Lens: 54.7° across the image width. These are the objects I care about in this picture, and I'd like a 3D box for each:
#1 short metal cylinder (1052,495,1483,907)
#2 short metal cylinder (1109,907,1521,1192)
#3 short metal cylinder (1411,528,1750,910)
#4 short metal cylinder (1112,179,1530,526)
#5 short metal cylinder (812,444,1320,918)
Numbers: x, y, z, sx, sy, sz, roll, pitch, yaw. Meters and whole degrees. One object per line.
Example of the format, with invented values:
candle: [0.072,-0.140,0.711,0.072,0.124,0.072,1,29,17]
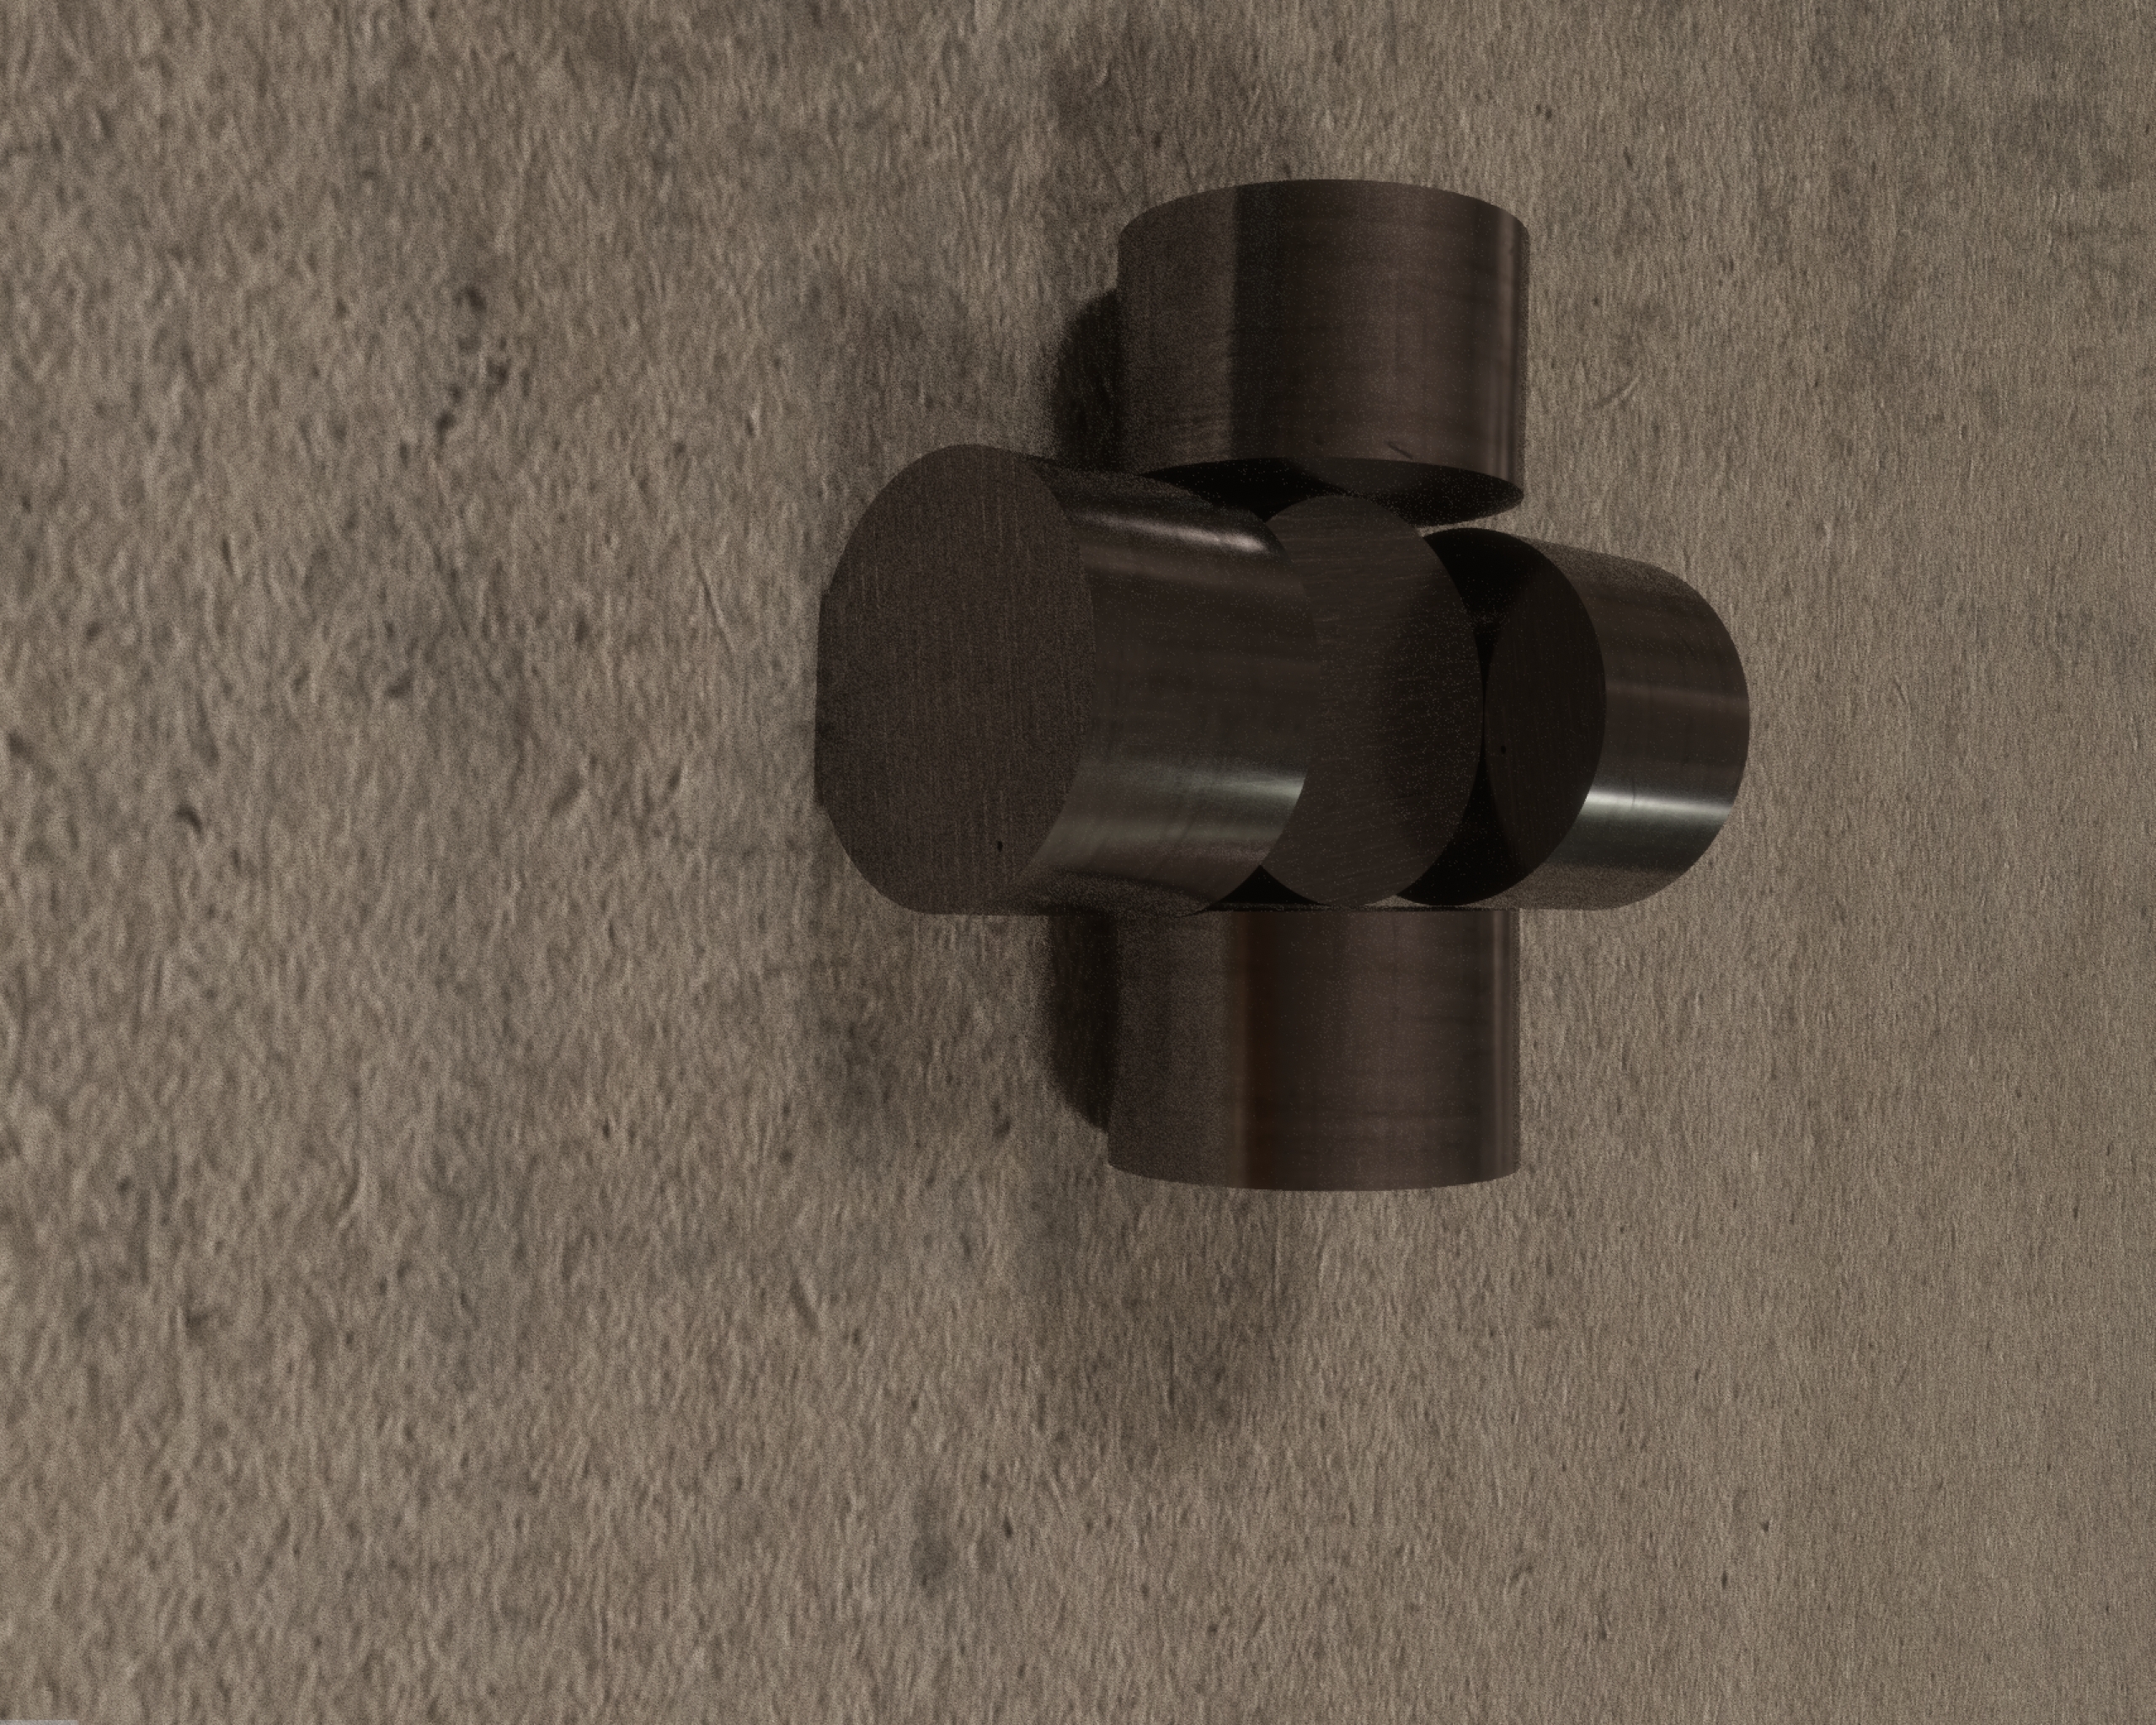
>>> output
short metal cylinder: [0.037,-0.031,0.423,0.081,0.050,0.079,0,90,-40]
short metal cylinder: [0.046,0.034,0.411,0.081,0.080,0.050,0,89,-40]
short metal cylinder: [0.097,-0.030,0.454,0.050,0.080,0.079,3,89,-40]
short metal cylinder: [0.048,-0.097,0.411,0.081,0.080,0.050,2,89,-40]
short metal cylinder: [-0.004,-0.030,0.369,0.050,0.080,0.079,3,89,-40]
